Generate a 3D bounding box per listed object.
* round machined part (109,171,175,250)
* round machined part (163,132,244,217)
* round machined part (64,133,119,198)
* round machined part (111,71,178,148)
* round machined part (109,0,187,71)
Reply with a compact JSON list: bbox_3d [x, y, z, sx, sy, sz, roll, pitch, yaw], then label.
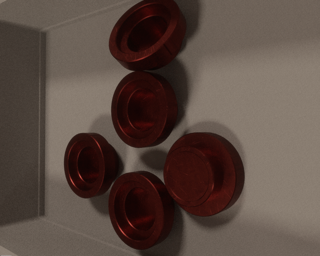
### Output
[{"bbox_3d":[-0.020,0.105,0.410,0.098,0.042,0.097,0,90,39],"label":"round machined part"},{"bbox_3d":[0.043,0.054,0.359,0.098,0.042,0.097,0,90,39],"label":"round machined part"},{"bbox_3d":[-0.102,0.056,0.477,0.098,0.042,0.097,0,90,39],"label":"round machined part"},{"bbox_3d":[-0.016,-0.024,0.406,0.098,0.042,0.097,1,92,40],"label":"round machined part"},{"bbox_3d":[-0.011,-0.111,0.387,0.098,0.042,0.098,-14,59,24],"label":"round machined part"}]
